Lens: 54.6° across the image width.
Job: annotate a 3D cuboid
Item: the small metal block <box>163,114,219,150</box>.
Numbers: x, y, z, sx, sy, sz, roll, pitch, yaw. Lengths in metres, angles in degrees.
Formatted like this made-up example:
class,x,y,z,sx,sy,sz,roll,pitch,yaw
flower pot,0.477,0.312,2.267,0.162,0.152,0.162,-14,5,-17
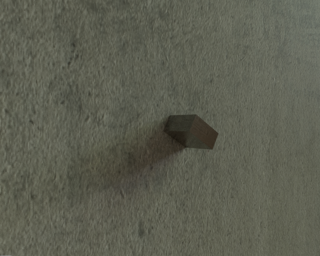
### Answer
class,x,y,z,sx,sy,sz,roll,pitch,yaw
small metal block,0.042,0.006,0.423,0.050,0.050,0.025,37,68,-34
